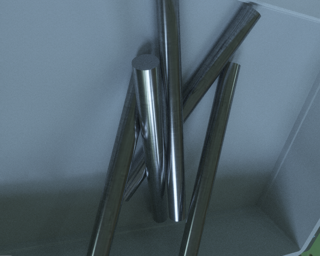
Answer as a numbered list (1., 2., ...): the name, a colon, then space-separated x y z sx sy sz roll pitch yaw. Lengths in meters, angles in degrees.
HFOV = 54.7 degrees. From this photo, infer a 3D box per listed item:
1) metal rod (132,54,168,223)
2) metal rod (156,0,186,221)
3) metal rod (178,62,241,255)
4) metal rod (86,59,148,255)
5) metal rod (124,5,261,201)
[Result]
1. metal rod: -0.007 0.041 0.390 0.025 0.025 0.298 -22 140 -16
2. metal rod: 0.016 -0.010 0.384 0.025 0.025 0.298 -14 116 -21
3. metal rod: 0.063 0.061 0.416 0.025 0.025 0.298 12 92 -34
4. metal rod: -0.051 0.068 0.350 0.025 0.025 0.298 15 87 -35
5. metal rod: 0.030 -0.024 0.411 0.025 0.025 0.299 27 104 -38
